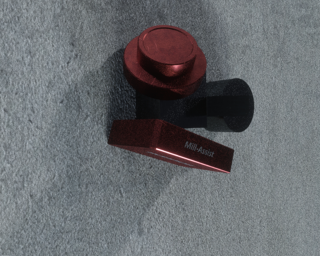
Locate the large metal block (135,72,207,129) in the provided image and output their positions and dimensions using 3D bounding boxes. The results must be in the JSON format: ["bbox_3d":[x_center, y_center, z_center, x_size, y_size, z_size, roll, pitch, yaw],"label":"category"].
[{"bbox_3d":[0.015,-0.039,0.403,0.081,0.050,0.079,-2,92,-40],"label":"large metal block"}]

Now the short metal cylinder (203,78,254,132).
[{"bbox_3d":[0.099,-0.033,0.474,0.081,0.050,0.080,0,90,-40],"label":"short metal cylinder"}]

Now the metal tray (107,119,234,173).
[{"bbox_3d":[0.015,0.023,0.376,0.131,0.090,0.030,21,77,-38],"label":"metal tray"}]

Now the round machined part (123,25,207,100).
[{"bbox_3d":[0.007,-0.083,0.363,0.098,0.098,0.042,-44,161,-31],"label":"round machined part"}]

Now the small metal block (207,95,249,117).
[{"bbox_3d":[0.087,-0.029,0.403,0.050,0.050,0.025,-30,119,-80],"label":"small metal block"}]
